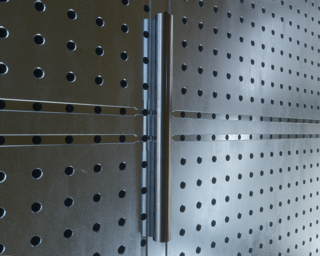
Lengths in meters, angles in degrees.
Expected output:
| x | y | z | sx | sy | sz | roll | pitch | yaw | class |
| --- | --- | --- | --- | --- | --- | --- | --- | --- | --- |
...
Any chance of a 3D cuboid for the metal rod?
| x | y | z | sx | sy | sz | roll | pitch | yaw | class |
| --- | --- | --- | --- | --- | --- | --- | --- | --- | --- |
| 0.004 | -0.001 | 0.414 | 0.025 | 0.025 | 0.298 | 1 | 90 | -40 | metal rod |
